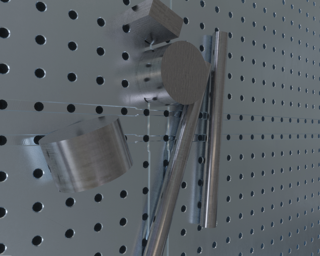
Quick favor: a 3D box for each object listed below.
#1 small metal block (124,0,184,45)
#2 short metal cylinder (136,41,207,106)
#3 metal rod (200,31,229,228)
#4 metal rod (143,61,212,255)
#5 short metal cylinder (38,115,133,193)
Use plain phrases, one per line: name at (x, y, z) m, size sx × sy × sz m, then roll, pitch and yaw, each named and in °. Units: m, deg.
small metal block at (-0.008, -0.131, 0.386) m, size 0.050 × 0.050 × 0.025 m, roll 25°, pitch 75°, yaw -38°
short metal cylinder at (0.016, -0.069, 0.407) m, size 0.081 × 0.050 × 0.079 m, roll 0°, pitch 91°, yaw -40°
metal rod at (0.084, 0.000, 0.480) m, size 0.025 × 0.025 × 0.298 m, roll 7°, pitch 85°, yaw -40°
metal rod at (0.025, 0.045, 0.430) m, size 0.025 × 0.025 × 0.299 m, roll 26°, pitch 74°, yaw -37°
short metal cylinder at (-0.073, 0.023, 0.313) m, size 0.081 × 0.080 × 0.050 m, roll -26°, pitch 107°, yaw -37°
